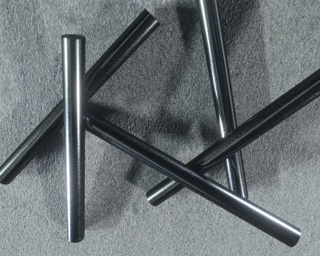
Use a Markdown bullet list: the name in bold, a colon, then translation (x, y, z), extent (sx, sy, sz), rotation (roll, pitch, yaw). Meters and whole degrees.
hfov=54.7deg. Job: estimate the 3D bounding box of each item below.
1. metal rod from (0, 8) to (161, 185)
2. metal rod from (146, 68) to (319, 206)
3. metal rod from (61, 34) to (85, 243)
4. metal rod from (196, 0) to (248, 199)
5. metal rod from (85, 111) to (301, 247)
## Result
- **metal rod**: translation (-0.114, -0.030, 0.397), extent (0.025, 0.025, 0.299), rotation (43, 104, -14)
- **metal rod**: translation (0.095, 0.016, 0.387), extent (0.299, 0.025, 0.025), rotation (-39, 106, 24)
- **metal rod**: translation (-0.110, 0.033, 0.402), extent (0.025, 0.025, 0.298), rotation (6, 117, -2)
- **metal rod**: translation (0.081, -0.036, 0.396), extent (0.025, 0.025, 0.298), rotation (-12, 110, 4)
- **metal rod**: translation (0.034, 0.061, 0.392), extent (0.301, 0.025, 0.025), rotation (29, 108, 5)
